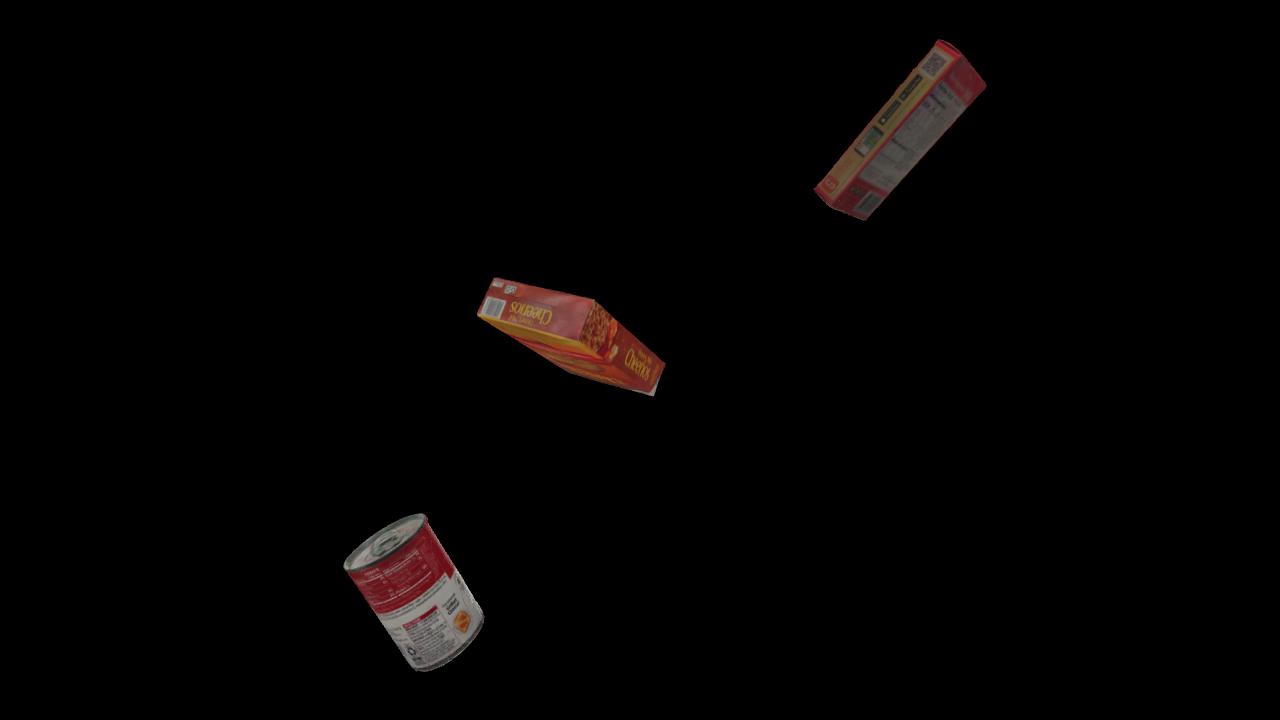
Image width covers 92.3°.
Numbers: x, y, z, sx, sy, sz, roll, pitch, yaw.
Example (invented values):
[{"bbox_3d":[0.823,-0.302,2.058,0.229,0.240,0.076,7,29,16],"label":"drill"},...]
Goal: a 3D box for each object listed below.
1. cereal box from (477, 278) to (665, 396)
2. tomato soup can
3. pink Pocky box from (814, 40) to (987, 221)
[{"bbox_3d":[-0.104,-0.031,1.058,0.203,0.081,0.306,15,-13,27],"label":"cereal box"},{"bbox_3d":[-0.176,0.183,0.487,0.068,0.101,0.068,-25,13,6],"label":"tomato soup can"},{"bbox_3d":[0.237,-0.202,0.563,0.084,0.029,0.155,-2,-42,-48],"label":"pink Pocky box"}]
